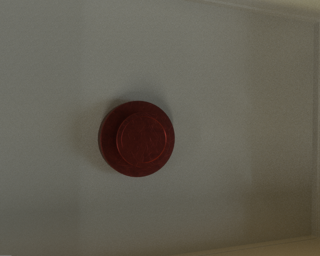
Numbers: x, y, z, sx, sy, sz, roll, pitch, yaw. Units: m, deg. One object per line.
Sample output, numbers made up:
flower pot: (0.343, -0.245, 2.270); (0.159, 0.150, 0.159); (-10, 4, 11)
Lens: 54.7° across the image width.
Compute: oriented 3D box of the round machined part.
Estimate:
round machined part: (-0.026, 0.014, 0.393); (0.099, 0.042, 0.097); (0, 90, -21)
